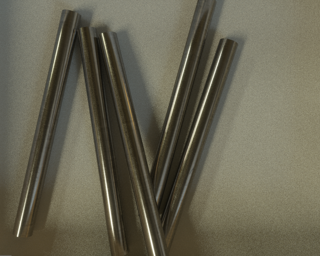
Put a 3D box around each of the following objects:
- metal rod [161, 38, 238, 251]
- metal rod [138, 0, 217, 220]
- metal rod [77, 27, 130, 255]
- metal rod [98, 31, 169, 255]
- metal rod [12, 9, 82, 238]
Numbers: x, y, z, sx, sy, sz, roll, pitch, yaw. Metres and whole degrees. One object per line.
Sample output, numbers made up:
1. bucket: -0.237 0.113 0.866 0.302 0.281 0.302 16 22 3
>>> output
1. metal rod: 0.045 0.028 0.411 0.025 0.025 0.299 18 90 0
2. metal rod: 0.023 -0.025 0.411 0.025 0.025 0.298 15 90 0
3. metal rod: -0.075 0.018 0.410 0.025 0.025 0.298 -9 90 0
4. metal rod: -0.034 0.022 0.394 0.025 0.025 0.299 -14 84 0
5. metal rod: -0.149 -0.006 0.410 0.025 0.025 0.298 13 90 0
